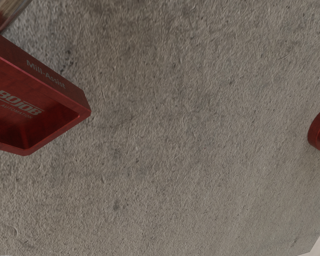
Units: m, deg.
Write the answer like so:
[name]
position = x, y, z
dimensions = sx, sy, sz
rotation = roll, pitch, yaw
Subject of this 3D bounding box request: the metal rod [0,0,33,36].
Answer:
[metal rod]
position = -0.117, -0.090, 0.228
dimensions = 0.299, 0.025, 0.025
rotation = -37, 132, 20

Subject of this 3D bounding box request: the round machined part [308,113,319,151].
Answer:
[round machined part]
position = 0.333, 0.004, 0.584
dimensions = 0.099, 0.042, 0.097
rotation = -14, 125, -21

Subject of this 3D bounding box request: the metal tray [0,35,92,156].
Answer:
[metal tray]
position = -0.134, -0.022, 0.272
dimensions = 0.090, 0.030, 0.130
rotation = -32, 154, 10
